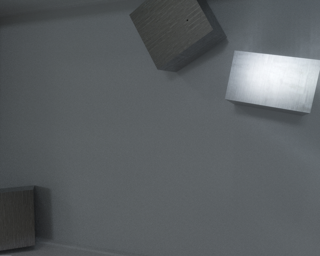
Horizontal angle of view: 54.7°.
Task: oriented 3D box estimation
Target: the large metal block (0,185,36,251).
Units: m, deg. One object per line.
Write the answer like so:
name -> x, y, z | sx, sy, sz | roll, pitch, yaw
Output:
large metal block -> -0.228, 0.132, 0.456 | 0.081, 0.050, 0.080 | -2, 88, -20

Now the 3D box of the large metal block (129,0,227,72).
large metal block -> 0.022, -0.126, 0.382 | 0.080, 0.050, 0.080 | -31, 80, 28

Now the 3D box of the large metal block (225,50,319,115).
large metal block -> 0.122, -0.046, 0.338 | 0.080, 0.080, 0.050 | 12, 94, 19
